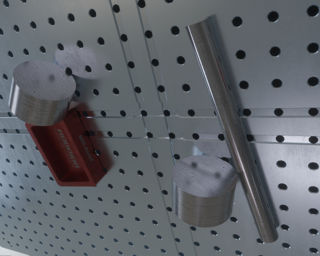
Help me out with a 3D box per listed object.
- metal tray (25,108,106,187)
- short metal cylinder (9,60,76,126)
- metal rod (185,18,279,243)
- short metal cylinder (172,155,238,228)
[{"bbox_3d":[-0.155,0.036,0.512,0.090,0.030,0.129,-7,115,31],"label":"metal tray"},{"bbox_3d":[-0.164,-0.049,0.432,0.080,0.080,0.050,36,129,4],"label":"short metal cylinder"},{"bbox_3d":[0.094,0.019,0.373,0.025,0.025,0.299,-10,114,32],"label":"metal rod"},{"bbox_3d":[0.055,0.078,0.395,0.080,0.080,0.050,12,124,21],"label":"short metal cylinder"}]
